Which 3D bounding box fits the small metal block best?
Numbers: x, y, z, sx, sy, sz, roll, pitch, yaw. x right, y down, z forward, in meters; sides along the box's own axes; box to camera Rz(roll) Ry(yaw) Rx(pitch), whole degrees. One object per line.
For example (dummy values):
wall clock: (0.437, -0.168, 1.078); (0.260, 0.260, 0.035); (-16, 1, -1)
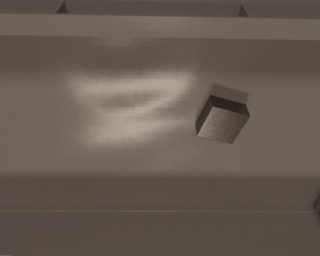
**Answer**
small metal block: (0.080, -0.010, 0.402); (0.050, 0.025, 0.050); (14, 129, -12)
